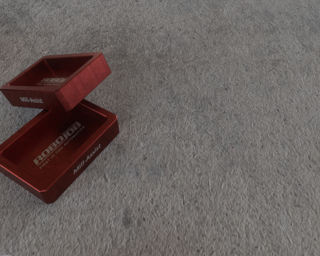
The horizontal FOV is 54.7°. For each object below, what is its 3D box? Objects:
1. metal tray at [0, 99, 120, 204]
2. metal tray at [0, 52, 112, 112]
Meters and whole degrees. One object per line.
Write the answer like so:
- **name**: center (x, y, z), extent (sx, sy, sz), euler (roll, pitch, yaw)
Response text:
- **metal tray**: center (-0.124, 0.018, 0.383), extent (0.090, 0.030, 0.131), euler (26, 55, 20)
- **metal tray**: center (-0.142, -0.065, 0.420), extent (0.130, 0.030, 0.090), euler (7, 45, 35)
